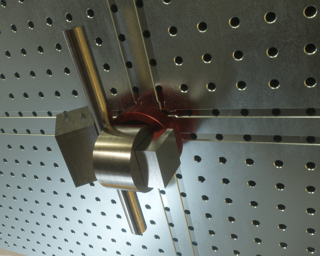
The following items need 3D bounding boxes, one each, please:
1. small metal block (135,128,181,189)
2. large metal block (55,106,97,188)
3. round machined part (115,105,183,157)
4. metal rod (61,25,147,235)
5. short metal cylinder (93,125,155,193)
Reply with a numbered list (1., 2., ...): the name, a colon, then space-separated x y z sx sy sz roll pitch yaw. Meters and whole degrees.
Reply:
1. small metal block: -0.001 0.034 0.361 0.025 0.050 0.050 1 119 27
2. large metal block: -0.108 0.023 0.437 0.050 0.080 0.079 -18 116 -9
3. round machined part: -0.015 0.013 0.413 0.098 0.042 0.097 13 124 20
4. metal rod: -0.064 0.021 0.402 0.025 0.025 0.298 1 119 27
5. short metal cylinder: -0.036 0.036 0.376 0.050 0.080 0.079 1 119 27
